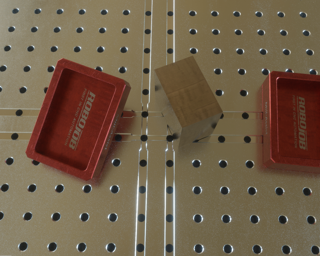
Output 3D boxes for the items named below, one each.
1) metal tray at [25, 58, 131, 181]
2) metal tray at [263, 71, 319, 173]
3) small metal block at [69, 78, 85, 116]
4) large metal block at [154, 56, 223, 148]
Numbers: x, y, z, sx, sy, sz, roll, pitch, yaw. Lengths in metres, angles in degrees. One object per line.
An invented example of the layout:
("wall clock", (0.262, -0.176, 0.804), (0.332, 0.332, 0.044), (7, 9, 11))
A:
("metal tray", (-0.101, -0.011, 0.388), (0.090, 0.030, 0.129), (21, 92, 7))
("metal tray", (0.187, -0.009, 0.413), (0.091, 0.030, 0.130), (6, 70, 2))
("small metal block", (-0.101, -0.045, 0.427), (0.050, 0.025, 0.050), (-39, 75, -13))
("large metal block", (0.032, -0.030, 0.394), (0.050, 0.080, 0.080), (-22, 72, -8))
